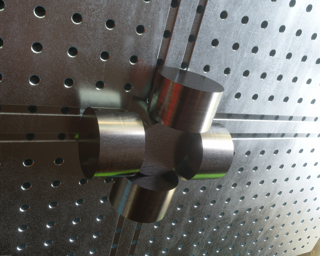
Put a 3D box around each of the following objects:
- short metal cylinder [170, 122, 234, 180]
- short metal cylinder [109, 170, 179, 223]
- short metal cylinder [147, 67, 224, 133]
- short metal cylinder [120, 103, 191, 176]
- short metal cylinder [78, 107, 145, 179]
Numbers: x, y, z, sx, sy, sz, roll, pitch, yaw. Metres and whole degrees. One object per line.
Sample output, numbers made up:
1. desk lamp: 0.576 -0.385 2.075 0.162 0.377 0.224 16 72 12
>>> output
1. short metal cylinder: 0.054 0.031 0.424 0.050 0.080 0.079 4 117 -31
2. short metal cylinder: -0.022 0.079 0.411 0.081 0.080 0.050 6 115 -31
3. short metal cylinder: 0.030 -0.035 0.369 0.081 0.080 0.050 3 117 -30
4. short metal cylinder: -0.008 0.014 0.400 0.081 0.050 0.079 -15 125 -22
5. short metal cylinder: -0.058 0.017 0.354 0.050 0.080 0.079 1 118 -30
